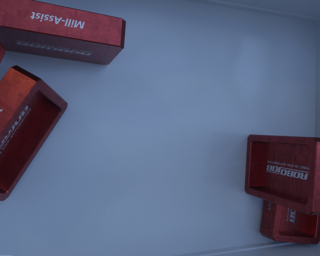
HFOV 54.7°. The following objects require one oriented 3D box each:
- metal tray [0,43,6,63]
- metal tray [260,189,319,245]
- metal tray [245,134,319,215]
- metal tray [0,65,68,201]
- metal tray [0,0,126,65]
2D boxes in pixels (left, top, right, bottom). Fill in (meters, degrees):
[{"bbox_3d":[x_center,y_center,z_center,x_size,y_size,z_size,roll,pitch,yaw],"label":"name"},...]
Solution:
[{"bbox_3d":[-0.197,-0.064,0.239,0.130,0.030,0.090,44,51,-53],"label":"metal tray"},{"bbox_3d":[0.209,0.108,0.481,0.091,0.030,0.129,12,83,-20],"label":"metal tray"},{"bbox_3d":[0.167,0.056,0.416,0.030,0.130,0.089,4,89,-20],"label":"metal tray"},{"bbox_3d":[-0.154,0.011,0.316,0.030,0.090,0.130,29,80,7],"label":"metal tray"},{"bbox_3d":[-0.111,-0.101,0.334,0.131,0.090,0.030,5,88,-20],"label":"metal tray"}]
